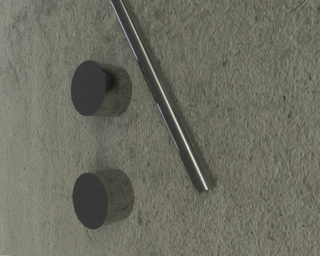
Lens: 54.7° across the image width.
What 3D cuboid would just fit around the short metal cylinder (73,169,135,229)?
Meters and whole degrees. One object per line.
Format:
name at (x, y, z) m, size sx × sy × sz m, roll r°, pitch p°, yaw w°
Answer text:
short metal cylinder at (-0.084, 0.103, 0.458) m, size 0.080 × 0.050 × 0.079 m, roll 0°, pitch 90°, yaw 40°

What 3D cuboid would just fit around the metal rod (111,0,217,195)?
metal rod at (-0.003, -0.057, 0.407) m, size 0.025 × 0.025 × 0.299 m, roll -37°, pitch 68°, yaw 34°

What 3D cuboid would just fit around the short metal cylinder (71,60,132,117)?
short metal cylinder at (-0.088, -0.057, 0.461) m, size 0.080 × 0.050 × 0.079 m, roll 0°, pitch 90°, yaw 40°
